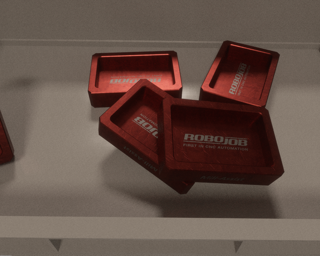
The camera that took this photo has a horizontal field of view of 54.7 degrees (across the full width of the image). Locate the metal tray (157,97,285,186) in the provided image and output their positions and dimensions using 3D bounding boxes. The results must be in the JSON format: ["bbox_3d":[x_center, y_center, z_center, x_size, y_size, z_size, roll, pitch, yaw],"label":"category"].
[{"bbox_3d":[0.065,0.015,0.350,0.131,0.030,0.090,5,57,-11],"label":"metal tray"}]

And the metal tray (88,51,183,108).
[{"bbox_3d":[-0.036,-0.075,0.464,0.131,0.030,0.090,-3,50,-3],"label":"metal tray"}]

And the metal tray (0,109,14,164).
[{"bbox_3d":[-0.230,-0.013,0.345,0.091,0.129,0.030,-17,16,-20],"label":"metal tray"}]

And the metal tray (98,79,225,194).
[{"bbox_3d":[0.003,0.006,0.376,0.130,0.030,0.090,35,57,9],"label":"metal tray"}]

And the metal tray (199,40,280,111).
[{"bbox_3d":[0.122,-0.076,0.467,0.090,0.030,0.130,18,52,14],"label":"metal tray"}]
